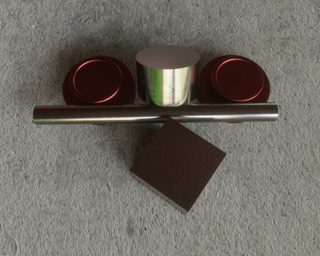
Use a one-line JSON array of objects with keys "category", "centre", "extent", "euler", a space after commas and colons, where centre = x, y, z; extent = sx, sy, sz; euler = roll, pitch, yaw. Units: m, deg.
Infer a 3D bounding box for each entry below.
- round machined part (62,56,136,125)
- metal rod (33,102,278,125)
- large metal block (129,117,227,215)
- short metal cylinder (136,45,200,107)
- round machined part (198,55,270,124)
[{"category": "round machined part", "centre": [-0.083, -0.056, 0.420], "extent": [0.099, 0.042, 0.098], "euler": [0, 70, 0]}, {"category": "metal rod", "centre": [-0.005, -0.019, 0.394], "extent": [0.302, 0.025, 0.025], "euler": [-1, 70, -1]}, {"category": "large metal block", "centre": [0.021, 0.047, 0.377], "extent": [0.080, 0.050, 0.080], "euler": [34, 73, 11]}, {"category": "short metal cylinder", "centre": [0.010, -0.069, 0.402], "extent": [0.080, 0.050, 0.080], "euler": [0, 35, 0]}, {"category": "round machined part", "centre": [0.102, -0.059, 0.423], "extent": [0.099, 0.042, 0.098], "euler": [0, 70, 0]}]
